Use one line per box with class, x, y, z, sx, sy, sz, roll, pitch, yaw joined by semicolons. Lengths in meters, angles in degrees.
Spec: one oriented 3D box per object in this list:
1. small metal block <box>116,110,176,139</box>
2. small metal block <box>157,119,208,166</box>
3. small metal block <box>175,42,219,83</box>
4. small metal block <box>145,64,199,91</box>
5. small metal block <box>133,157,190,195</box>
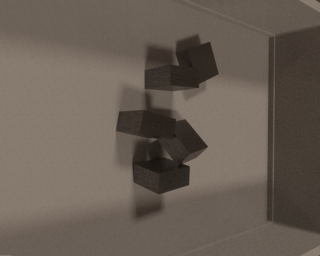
small metal block;-0.017;-0.003;0.378;0.050;0.050;0.025;14;81;-39
small metal block;0.029;0.018;0.409;0.050;0.025;0.050;52;31;17
small metal block;0.056;-0.094;0.455;0.050;0.025;0.050;-30;109;-36
small metal block;0.015;-0.064;0.405;0.050;0.050;0.025;-1;91;-40
small metal block;0.002;0.059;0.392;0.050;0.050;0.025;-7;104;-40
